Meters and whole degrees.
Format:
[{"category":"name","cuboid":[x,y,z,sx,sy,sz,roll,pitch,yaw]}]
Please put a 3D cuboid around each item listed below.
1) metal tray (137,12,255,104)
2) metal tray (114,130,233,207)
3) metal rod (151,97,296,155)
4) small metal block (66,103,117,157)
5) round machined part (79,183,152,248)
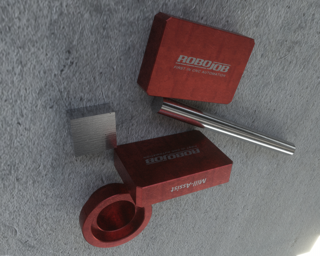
[{"category":"metal tray","cuboid":[0.046,-0.080,0.380,0.131,0.030,0.089,3,117,-30]},{"category":"metal tray","cuboid":[0.016,0.047,0.403,0.131,0.090,0.030,-11,123,-23]},{"category":"metal rod","cuboid":[0.115,0.004,0.474,0.302,0.025,0.025,16,110,-35]},{"category":"small metal block","cuboid":[-0.080,0.002,0.365,0.050,0.025,0.050,-12,124,-22]},{"category":"round machined part","cuboid":[-0.064,0.116,0.434,0.099,0.042,0.097,-14,125,-21]}]
